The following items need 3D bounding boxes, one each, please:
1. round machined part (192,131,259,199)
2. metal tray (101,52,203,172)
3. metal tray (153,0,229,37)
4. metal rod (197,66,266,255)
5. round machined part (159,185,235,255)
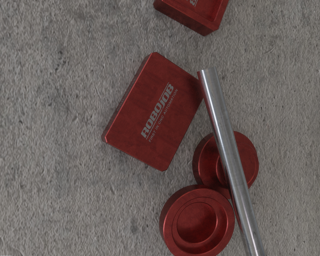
[{"bbox_3d":[0.099,0.052,0.437,0.099,0.042,0.097,0,90,-20],"label":"round machined part"},{"bbox_3d":[-0.006,-0.020,0.404,0.090,0.030,0.130,31,80,-18],"label":"metal tray"},{"bbox_3d":[0.056,-0.206,0.426,0.091,0.030,0.130,23,82,-19],"label":"metal tray"},{"bbox_3d":[0.099,0.069,0.401,0.025,0.025,0.298,-18,96,-19],"label":"metal rod"},{"bbox_3d":[0.046,0.123,0.414,0.099,0.042,0.097,-2,96,-16],"label":"round machined part"}]
